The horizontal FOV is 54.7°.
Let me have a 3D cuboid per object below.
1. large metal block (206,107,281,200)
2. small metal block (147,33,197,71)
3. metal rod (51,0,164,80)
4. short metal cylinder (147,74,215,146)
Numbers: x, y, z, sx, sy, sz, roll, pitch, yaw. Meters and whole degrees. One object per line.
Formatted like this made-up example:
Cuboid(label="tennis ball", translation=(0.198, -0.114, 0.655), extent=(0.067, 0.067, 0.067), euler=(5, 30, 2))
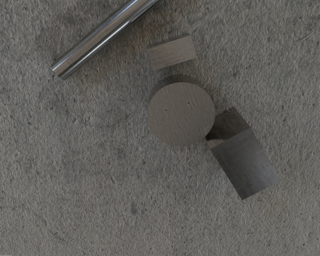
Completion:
Cuboid(label="large metal block", translation=(0.099, 0.029, 0.393), extent=(0.050, 0.080, 0.080), euler=(-30, 108, 10))
Cuboid(label="small metal block", translation=(0.013, -0.091, 0.363), extent=(0.050, 0.050, 0.025), euler=(-16, 110, 5))
Cuboid(label="metal rod", translation=(-0.005, -0.154, 0.352), extent=(0.300, 0.025, 0.025), euler=(-36, 107, 11))
Cuboid(label="short metal cylinder", translation=(0.025, -0.023, 0.388), extent=(0.081, 0.050, 0.079), euler=(0, 110, -1))
